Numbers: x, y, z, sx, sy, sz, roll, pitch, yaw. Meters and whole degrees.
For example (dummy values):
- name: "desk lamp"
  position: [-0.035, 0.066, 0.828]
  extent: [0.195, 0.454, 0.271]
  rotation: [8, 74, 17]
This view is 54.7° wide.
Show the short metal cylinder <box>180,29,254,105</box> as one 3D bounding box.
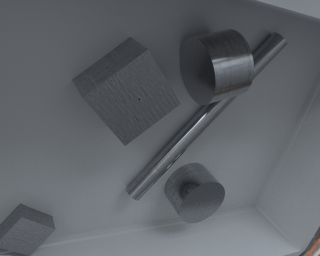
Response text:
- name: "short metal cylinder"
  position: [0.064, -0.072, 0.366]
  extent: [0.050, 0.080, 0.079]
  rotation: [-17, 126, -19]

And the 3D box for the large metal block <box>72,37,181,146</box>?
- name: "large metal block"
  position: [-0.036, -0.040, 0.349]
  extent: [0.080, 0.050, 0.080]
  rotation: [-38, 130, -3]

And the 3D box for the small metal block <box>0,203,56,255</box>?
- name: "small metal block"
  position: [-0.173, 0.131, 0.396]
  extent: [0.050, 0.025, 0.050]
  rotation: [-46, 129, 3]

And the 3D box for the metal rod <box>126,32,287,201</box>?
- name: "metal rod"
  position: [0.062, -0.013, 0.436]
  extent: [0.300, 0.025, 0.025]
  rotation: [-47, 130, 4]

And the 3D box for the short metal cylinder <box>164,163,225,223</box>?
- name: "short metal cylinder"
  position: [0.054, 0.102, 0.487]
  extent: [0.081, 0.050, 0.079]
  rotation: [-14, 125, -21]
